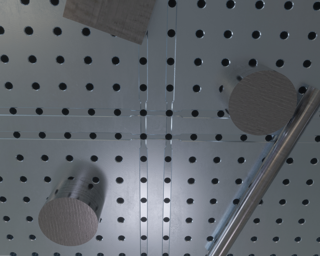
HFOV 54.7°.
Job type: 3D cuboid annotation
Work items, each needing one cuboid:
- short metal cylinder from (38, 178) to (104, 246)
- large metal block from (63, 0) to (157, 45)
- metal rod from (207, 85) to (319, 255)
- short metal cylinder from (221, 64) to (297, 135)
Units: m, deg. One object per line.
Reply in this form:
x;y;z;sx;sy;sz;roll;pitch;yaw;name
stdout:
-0.124;0.120;0.443;0.081;0.050;0.079;0;110;0;short metal cylinder
-0.048;-0.131;0.335;0.080;0.080;0.050;18;109;-7;large metal block
0.144;0.079;0.444;0.025;0.025;0.298;22;109;-8;metal rod
0.121;-0.037;0.388;0.081;0.050;0.079;0;110;0;short metal cylinder
